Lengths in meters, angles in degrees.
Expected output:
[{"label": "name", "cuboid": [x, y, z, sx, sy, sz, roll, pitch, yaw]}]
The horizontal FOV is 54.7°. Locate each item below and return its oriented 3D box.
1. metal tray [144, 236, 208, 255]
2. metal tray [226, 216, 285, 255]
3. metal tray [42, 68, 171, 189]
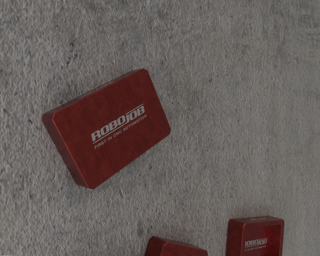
[{"label": "metal tray", "cuboid": [0.010, 0.219, 0.410, 0.090, 0.030, 0.130, 28, 73, -37]}, {"label": "metal tray", "cuboid": [0.169, 0.205, 0.542, 0.131, 0.030, 0.090, 10, 84, -40]}, {"label": "metal tray", "cuboid": [-0.054, -0.003, 0.356, 0.131, 0.030, 0.090, -35, 112, -35]}]
